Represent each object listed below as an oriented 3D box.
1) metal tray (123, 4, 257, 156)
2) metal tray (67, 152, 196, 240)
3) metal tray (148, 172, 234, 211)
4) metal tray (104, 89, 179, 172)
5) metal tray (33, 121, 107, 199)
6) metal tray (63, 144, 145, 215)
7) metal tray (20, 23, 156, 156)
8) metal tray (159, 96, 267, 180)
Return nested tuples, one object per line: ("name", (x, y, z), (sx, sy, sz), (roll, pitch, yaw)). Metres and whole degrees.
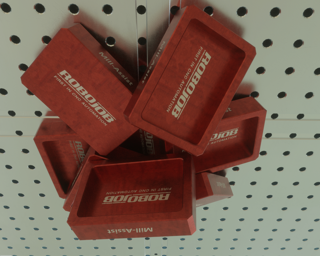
("metal tray", (0.031, -0.047, 0.325), (0.090, 0.030, 0.130), (27, 92, -21))
("metal tray", (-0.027, 0.074, 0.347), (0.130, 0.090, 0.030), (-6, 130, 11))
("metal tray", (0.046, 0.096, 0.446), (0.090, 0.030, 0.130), (-23, 160, 19))
("metal tray", (-0.019, 0.009, 0.415), (0.090, 0.030, 0.129), (-5, 128, 1))
("metal tray", (-0.115, 0.049, 0.449), (0.090, 0.030, 0.129), (-4, 129, 2))
("metal tray", (-0.073, 0.081, 0.436), (0.090, 0.030, 0.129), (21, 127, -17))
("metal tray", (-0.079, -0.039, 0.352), (0.090, 0.030, 0.130), (-38, 106, 27))
("metal tray", (0.066, 0.017, 0.399), (0.131, 0.030, 0.090), (-15, 131, -10))
